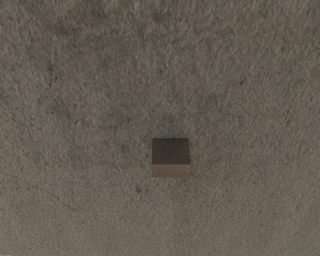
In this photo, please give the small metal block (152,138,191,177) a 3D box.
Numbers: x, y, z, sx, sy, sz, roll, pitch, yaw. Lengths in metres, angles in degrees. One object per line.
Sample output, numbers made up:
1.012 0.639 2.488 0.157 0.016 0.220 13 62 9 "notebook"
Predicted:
0.014 0.040 0.425 0.050 0.050 0.025 0 130 0 "small metal block"
